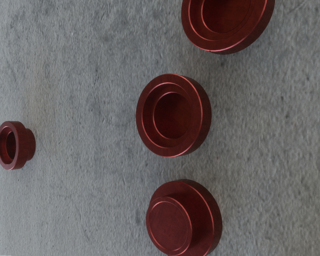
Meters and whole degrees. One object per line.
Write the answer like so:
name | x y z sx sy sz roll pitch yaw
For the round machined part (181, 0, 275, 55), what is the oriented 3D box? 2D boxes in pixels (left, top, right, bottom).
round machined part | 0.075 -0.127 0.331 0.098 0.042 0.097 0 90 39

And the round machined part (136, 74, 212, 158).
round machined part | 0.020 -0.015 0.375 0.098 0.042 0.097 0 90 39

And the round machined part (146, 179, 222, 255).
round machined part | 0.022 0.113 0.374 0.098 0.042 0.097 0 90 39

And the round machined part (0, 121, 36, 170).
round machined part | -0.289 0.035 0.628 0.098 0.042 0.097 0 90 39
